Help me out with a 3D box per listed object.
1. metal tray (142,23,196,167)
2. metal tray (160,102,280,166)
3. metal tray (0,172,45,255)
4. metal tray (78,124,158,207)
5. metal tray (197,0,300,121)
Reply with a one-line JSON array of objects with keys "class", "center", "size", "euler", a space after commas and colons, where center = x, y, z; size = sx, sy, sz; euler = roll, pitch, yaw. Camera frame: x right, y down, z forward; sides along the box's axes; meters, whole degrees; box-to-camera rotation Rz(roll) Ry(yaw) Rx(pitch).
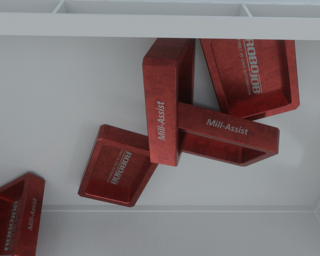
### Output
[{"class": "metal tray", "center": [0.013, -0.034, 0.333], "size": [0.030, 0.090, 0.129], "euler": [9, 131, 14]}, {"class": "metal tray", "center": [0.066, 0.012, 0.383], "size": [0.131, 0.030, 0.090], "euler": [14, 160, -7]}, {"class": "metal tray", "center": [-0.218, 0.141, 0.454], "size": [0.090, 0.130, 0.030], "euler": [-27, 137, 20]}, {"class": "metal tray", "center": [-0.061, 0.061, 0.456], "size": [0.091, 0.030, 0.129], "euler": [17, 128, -14]}, {"class": "metal tray", "center": [0.103, -0.067, 0.350], "size": [0.090, 0.030, 0.130], "euler": [-16, 129, 12]}]
